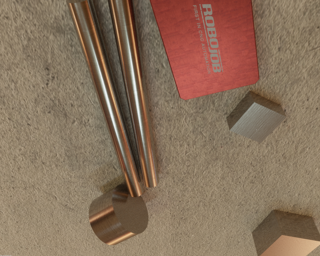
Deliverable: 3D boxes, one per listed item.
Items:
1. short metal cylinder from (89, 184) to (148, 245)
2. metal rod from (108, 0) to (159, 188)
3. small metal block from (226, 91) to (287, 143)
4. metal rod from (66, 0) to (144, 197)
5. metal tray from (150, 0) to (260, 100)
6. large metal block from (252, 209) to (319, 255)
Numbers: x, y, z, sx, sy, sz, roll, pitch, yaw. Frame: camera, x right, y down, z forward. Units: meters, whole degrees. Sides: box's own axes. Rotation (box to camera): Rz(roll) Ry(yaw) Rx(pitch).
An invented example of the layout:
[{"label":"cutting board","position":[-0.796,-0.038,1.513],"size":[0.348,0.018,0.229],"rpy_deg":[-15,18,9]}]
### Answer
[{"label":"short metal cylinder","position":[-0.064,0.135,0.485],"size":[0.050,0.080,0.080],"rpy_deg":[-33,123,24]},{"label":"metal rod","position":[-0.027,-0.031,0.380],"size":[0.025,0.025,0.298],"rpy_deg":[-4,130,3]},{"label":"small metal block","position":[0.123,-0.013,0.398],"size":[0.050,0.025,0.050],"rpy_deg":[21,127,-18]},{"label":"metal rod","position":[-0.058,-0.013,0.395],"size":[0.025,0.025,0.298],"rpy_deg":[-6,130,5]},{"label":"metal tray","position":[0.049,-0.097,0.322],"size":[0.090,0.030,0.129],"rpy_deg":[-13,129,10]},{"label":"large metal block","position":[0.228,0.199,0.564],"size":[0.081,0.050,0.079],"rpy_deg":[13,129,-12]}]
